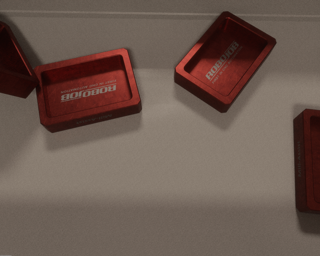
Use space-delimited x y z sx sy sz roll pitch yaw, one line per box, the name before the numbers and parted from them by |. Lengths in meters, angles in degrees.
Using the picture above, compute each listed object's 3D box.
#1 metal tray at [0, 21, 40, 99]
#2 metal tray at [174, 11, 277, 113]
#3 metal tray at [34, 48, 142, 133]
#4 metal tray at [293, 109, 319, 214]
metal tray | -0.221 -0.101 0.394 0.030 0.090 0.130 -44 64 17
metal tray | 0.093 -0.096 0.443 0.090 0.030 0.130 36 73 11
metal tray | -0.098 -0.052 0.424 0.131 0.030 0.090 -13 71 -6
metal tray | 0.222 0.044 0.393 0.091 0.030 0.130 7 70 2
